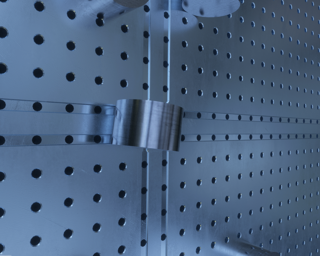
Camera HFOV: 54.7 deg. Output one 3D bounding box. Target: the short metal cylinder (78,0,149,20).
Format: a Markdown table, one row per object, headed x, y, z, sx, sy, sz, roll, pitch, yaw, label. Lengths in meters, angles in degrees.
| x | y | z | sx | sy | sz | roll | pitch | yaw | label |
| --- | --- | --- | --- | --- | --- | --- | --- | --- | --- |
| -0.053 | -0.169 | 0.350 | 0.081 | 0.050 | 0.079 | 0 | 91 | -40 | short metal cylinder |

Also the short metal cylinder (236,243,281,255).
| x | y | z | sx | sy | sz | roll | pitch | yaw | label |
| --- | --- | --- | --- | --- | --- | --- | --- | --- | --- |
| 0.172 | 0.250 | 0.541 | 0.081 | 0.050 | 0.079 | 0 | 90 | -40 | short metal cylinder |

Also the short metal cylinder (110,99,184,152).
| x | y | z | sx | sy | sz | roll | pitch | yaw | label |
| --- | --- | --- | --- | --- | --- | --- | --- | --- | --- |
| -0.014 | -0.001 | 0.363 | 0.081 | 0.080 | 0.050 | 10 | 84 | -40 | short metal cylinder |

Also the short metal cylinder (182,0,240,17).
| x | y | z | sx | sy | sz | roll | pitch | yaw | label |
| --- | --- | --- | --- | --- | --- | --- | --- | --- | --- |
| 0.073 | -0.197 | 0.436 | 0.081 | 0.080 | 0.050 | 5 | 87 | -40 | short metal cylinder |
